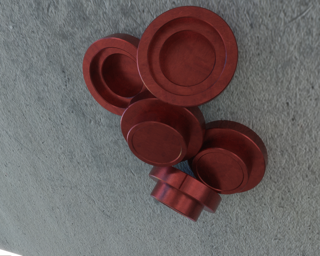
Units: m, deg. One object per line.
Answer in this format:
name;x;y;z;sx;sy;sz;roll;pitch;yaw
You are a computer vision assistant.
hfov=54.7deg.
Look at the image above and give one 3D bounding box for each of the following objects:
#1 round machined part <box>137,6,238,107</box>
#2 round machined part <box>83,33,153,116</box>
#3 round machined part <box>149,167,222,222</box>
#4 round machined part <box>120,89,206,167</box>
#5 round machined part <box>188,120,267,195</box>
round machined part;0.029;-0.070;0.320;0.098;0.042;0.097;0;92;10
round machined part;-0.041;-0.066;0.376;0.098;0.042;0.097;13;124;20
round machined part;0.027;0.087;0.403;0.098;0.042;0.098;29;167;8
round machined part;0.001;0.007;0.357;0.098;0.042;0.097;9;131;10
round machined part;0.078;0.042;0.381;0.098;0.042;0.097;13;124;20
